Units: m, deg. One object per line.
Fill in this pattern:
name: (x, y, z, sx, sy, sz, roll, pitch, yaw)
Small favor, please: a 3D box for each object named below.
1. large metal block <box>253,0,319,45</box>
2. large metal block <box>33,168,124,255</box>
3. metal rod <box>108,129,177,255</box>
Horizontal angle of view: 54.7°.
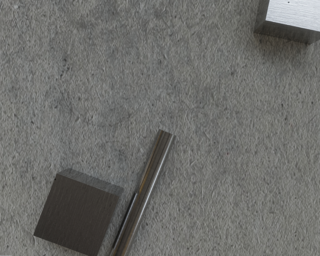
large metal block: (0.175, -0.161, 0.399, 0.080, 0.050, 0.080, 12, 90, 0)
large metal block: (-0.100, 0.105, 0.397, 0.080, 0.050, 0.080, 21, 90, 0)
metal rod: (-0.046, 0.144, 0.409, 0.025, 0.025, 0.299, 22, 90, 0)
